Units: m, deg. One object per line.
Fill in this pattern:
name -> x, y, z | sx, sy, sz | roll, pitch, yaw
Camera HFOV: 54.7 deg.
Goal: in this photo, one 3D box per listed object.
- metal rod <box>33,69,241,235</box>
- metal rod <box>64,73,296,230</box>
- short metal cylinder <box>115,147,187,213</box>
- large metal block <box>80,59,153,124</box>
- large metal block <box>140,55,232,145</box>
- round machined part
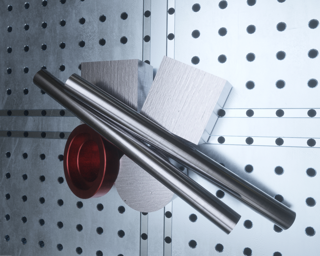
metal rod -> -0.038, 0.018, 0.367 | 0.300, 0.025, 0.025 | 36, 102, 15
metal rod -> 0.021, 0.026, 0.361 | 0.301, 0.025, 0.025 | 32, 101, 2
short metal cylinder -> -0.010, 0.062, 0.398 | 0.080, 0.050, 0.079 | 0, 90, 20
large metal block -> -0.056, -0.045, 0.412 | 0.080, 0.050, 0.079 | 1, 90, 20
large metal block -> 0.032, -0.033, 0.383 | 0.080, 0.050, 0.080 | 26, 98, 18
round machined part -> -0.086, 0.044, 0.418 | 0.098, 0.042, 0.097 | -4, 84, 43
